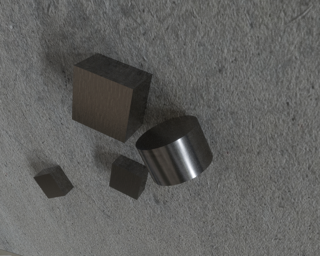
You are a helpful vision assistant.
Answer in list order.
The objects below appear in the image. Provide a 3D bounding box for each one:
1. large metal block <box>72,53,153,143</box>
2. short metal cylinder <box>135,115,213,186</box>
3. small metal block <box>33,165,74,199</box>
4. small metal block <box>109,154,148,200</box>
[{"bbox_3d":[-0.063,-0.039,0.398,0.080,0.050,0.079,23,127,13],"label":"large metal block"},{"bbox_3d":[0.017,0.026,0.377,0.080,0.080,0.050,-12,112,33],"label":"short metal cylinder"},{"bbox_3d":[-0.195,0.100,0.569,0.050,0.025,0.050,-16,110,34],"label":"small metal block"},{"bbox_3d":[-0.048,0.076,0.477,0.050,0.025,0.050,23,127,13],"label":"small metal block"}]
